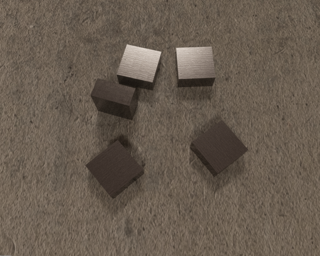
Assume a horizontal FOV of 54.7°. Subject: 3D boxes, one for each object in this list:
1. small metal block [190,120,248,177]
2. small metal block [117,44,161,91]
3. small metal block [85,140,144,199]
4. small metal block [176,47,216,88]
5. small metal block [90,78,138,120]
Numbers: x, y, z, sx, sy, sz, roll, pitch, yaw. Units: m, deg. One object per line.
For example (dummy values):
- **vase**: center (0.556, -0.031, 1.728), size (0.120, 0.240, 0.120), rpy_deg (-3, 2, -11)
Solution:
- **small metal block**: center (0.075, 0.027, 0.399), size (0.050, 0.025, 0.050), rpy_deg (-35, 74, -12)
- **small metal block**: center (-0.028, -0.086, 0.439), size (0.050, 0.025, 0.050), rpy_deg (13, 70, 4)
- **small metal block**: center (-0.056, 0.052, 0.388), size (0.050, 0.025, 0.050), rpy_deg (-39, 75, -13)
- **small metal block**: center (0.049, -0.087, 0.440), size (0.050, 0.025, 0.050), rpy_deg (-3, 70, -2)
- **small metal block**: center (-0.058, -0.037, 0.408), size (0.050, 0.050, 0.025), rpy_deg (16, 71, 5)
